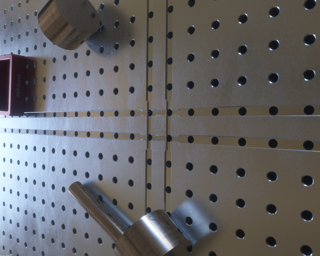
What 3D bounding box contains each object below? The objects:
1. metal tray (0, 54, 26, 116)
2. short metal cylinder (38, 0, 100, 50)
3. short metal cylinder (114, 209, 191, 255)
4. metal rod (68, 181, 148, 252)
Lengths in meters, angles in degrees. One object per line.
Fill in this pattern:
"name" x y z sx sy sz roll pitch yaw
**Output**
"metal tray" -0.333 -0.093 0.681 0.090 0.030 0.129 6 94 40
"short metal cylinder" -0.144 -0.172 0.492 0.050 0.081 0.080 -28 73 37
"short metal cylinder" -0.008 0.147 0.381 0.050 0.081 0.080 44 117 31
"metal rod" -0.042 0.169 0.444 0.300 0.025 0.025 33 111 35
